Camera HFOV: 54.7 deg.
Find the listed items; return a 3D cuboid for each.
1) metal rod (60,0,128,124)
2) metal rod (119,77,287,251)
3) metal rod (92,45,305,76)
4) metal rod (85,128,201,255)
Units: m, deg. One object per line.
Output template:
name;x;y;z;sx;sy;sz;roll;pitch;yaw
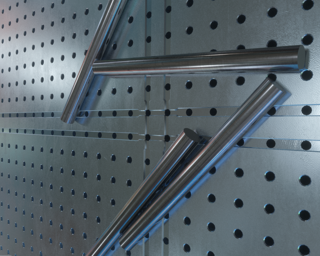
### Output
metal rod;-0.093;-0.134;0.483;0.025;0.025;0.298;44;116;31
metal rod;0.035;0.061;0.379;0.298;0.025;0.025;-52;60;27
metal rod;0.020;-0.080;0.391;0.300;0.025;0.025;7;94;39
metal rod;-0.040;0.117;0.440;0.025;0.025;0.298;51;119;27
